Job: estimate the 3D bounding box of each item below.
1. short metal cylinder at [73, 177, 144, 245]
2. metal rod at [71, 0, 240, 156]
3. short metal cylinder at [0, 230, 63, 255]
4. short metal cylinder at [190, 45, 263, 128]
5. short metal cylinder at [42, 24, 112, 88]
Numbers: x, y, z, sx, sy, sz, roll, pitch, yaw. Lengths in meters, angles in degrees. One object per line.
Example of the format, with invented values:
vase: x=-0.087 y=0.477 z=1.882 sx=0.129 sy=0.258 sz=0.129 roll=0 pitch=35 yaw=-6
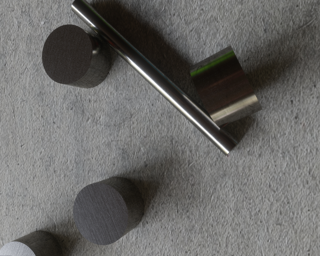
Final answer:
short metal cylinder: x=-0.069 y=0.110 z=0.420 sx=0.080 sy=0.050 sz=0.079 roll=0 pitch=90 yaw=20
metal rod: x=-0.015 y=-0.077 z=0.413 sx=0.300 sy=0.025 sz=0.025 roll=44 pitch=104 yaw=14
short metal cylinder: x=-0.194 y=0.201 z=0.464 sx=0.080 sy=0.050 sz=0.079 roll=0 pitch=90 yaw=20
short metal cylinder: x=0.075 y=-0.046 z=0.353 sx=0.050 sy=0.080 sz=0.080 roll=-26 pitch=82 yaw=18
short metal cylinder: x=-0.116 y=-0.098 z=0.437 sx=0.080 sy=0.050 sz=0.079 roll=0 pitch=90 yaw=20
